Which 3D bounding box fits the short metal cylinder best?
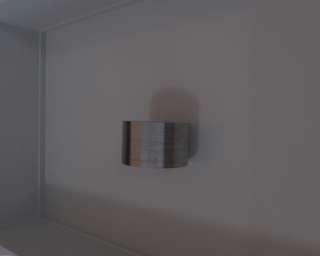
[{"bbox_3d":[-0.006,0.017,0.374,0.080,0.081,0.050,4,92,39],"label":"short metal cylinder"}]
